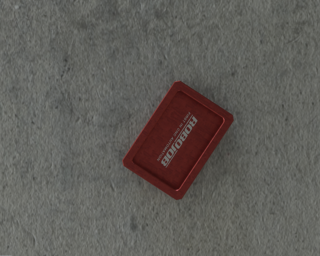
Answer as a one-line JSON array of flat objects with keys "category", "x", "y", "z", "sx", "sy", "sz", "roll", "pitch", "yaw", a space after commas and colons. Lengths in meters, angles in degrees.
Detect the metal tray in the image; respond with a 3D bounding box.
[{"category": "metal tray", "x": 0.023, "y": 0.016, "z": 0.407, "sx": 0.090, "sy": 0.030, "sz": 0.130, "roll": 33, "pitch": 90, "yaw": 0}]
